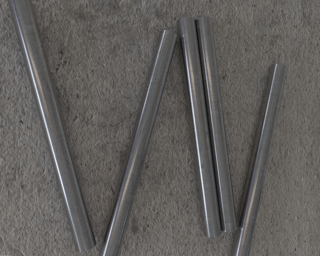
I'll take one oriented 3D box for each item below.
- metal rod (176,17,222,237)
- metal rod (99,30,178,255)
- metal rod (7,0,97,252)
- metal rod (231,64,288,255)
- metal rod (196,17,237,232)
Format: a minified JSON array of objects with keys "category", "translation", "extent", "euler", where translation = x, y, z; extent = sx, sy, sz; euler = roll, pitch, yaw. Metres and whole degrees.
[{"category":"metal rod","translation":[0.054,0.001,0.428],"extent":[0.025,0.025,0.298],"euler":[-9,93,-20]},{"category":"metal rod","translation":[-0.026,0.019,0.399],"extent":[0.025,0.025,0.299],"euler":[17,84,-19]},{"category":"metal rod","translation":[-0.124,0.000,0.363],"extent":[0.025,0.025,0.298],"euler":[-15,95,-19]},{"category":"metal rod","translation":[0.149,0.050,0.463],"extent":[0.025,0.025,0.299],"euler":[15,85,-20]},{"category":"metal rod","translation":[0.079,-0.003,0.437],"extent":[0.025,0.025,0.298],"euler":[-9,93,-20]}]
